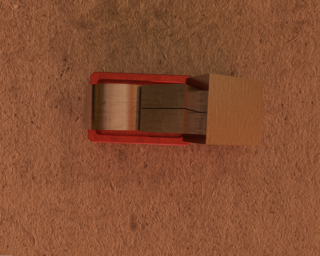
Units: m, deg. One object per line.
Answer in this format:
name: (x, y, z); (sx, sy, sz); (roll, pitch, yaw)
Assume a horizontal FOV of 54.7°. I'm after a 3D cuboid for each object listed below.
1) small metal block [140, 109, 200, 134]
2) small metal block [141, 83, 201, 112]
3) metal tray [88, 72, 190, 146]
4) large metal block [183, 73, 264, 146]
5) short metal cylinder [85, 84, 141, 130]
small metal block: (0.012, -0.007, 0.346); (0.050, 0.050, 0.025); (2, 89, 26)
small metal block: (0.013, -0.033, 0.346); (0.050, 0.050, 0.025); (2, 89, 26)
metal tray: (-0.025, -0.025, 0.408); (0.131, 0.030, 0.089); (2, 90, 0)
large metal block: (0.078, -0.020, 0.385); (0.081, 0.050, 0.080); (3, 90, -26)
short metal cylinder: (-0.048, -0.023, 0.370); (0.081, 0.080, 0.050); (1, 90, 0)
